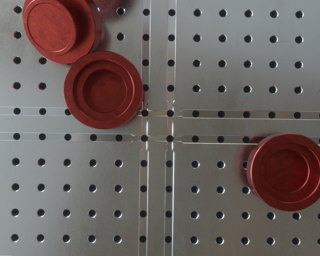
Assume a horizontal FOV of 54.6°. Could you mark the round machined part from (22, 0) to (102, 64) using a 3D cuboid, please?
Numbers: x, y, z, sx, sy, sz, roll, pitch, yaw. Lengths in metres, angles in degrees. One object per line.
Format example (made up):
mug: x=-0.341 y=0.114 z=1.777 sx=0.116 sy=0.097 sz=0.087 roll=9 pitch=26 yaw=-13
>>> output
round machined part: x=-0.126 y=-0.127 z=0.383 sx=0.098 sy=0.042 sz=0.097 roll=6 pitch=118 yaw=11

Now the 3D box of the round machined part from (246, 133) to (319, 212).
round machined part: x=0.162 y=0.055 z=0.406 sx=0.099 sy=0.042 sz=0.097 roll=0 pitch=90 yaw=0

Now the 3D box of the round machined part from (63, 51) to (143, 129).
round machined part: x=-0.071 y=-0.047 z=0.404 sx=0.099 sy=0.042 sz=0.097 roll=0 pitch=90 yaw=0
